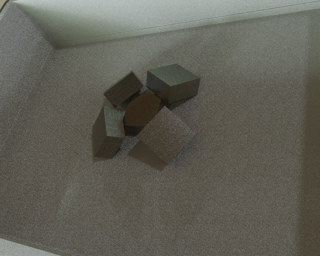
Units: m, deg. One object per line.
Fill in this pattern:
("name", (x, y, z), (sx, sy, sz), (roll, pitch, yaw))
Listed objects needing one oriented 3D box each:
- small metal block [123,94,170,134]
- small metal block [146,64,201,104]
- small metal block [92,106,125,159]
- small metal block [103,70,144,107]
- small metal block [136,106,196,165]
("small metal block", (-0.019, -0.019, 0.424), (0.050, 0.025, 0.050), (2, 62, 29))
("small metal block", (0.017, -0.061, 0.416), (0.050, 0.025, 0.050), (-20, 43, -32))
("small metal block", (-0.071, 0.006, 0.422), (0.050, 0.025, 0.050), (-53, 39, 42))
("small metal block", (-0.052, -0.058, 0.450), (0.050, 0.025, 0.050), (-37, 14, 4))
("small metal block", (0.007, 0.010, 0.379), (0.050, 0.025, 0.050), (42, 84, 4))
